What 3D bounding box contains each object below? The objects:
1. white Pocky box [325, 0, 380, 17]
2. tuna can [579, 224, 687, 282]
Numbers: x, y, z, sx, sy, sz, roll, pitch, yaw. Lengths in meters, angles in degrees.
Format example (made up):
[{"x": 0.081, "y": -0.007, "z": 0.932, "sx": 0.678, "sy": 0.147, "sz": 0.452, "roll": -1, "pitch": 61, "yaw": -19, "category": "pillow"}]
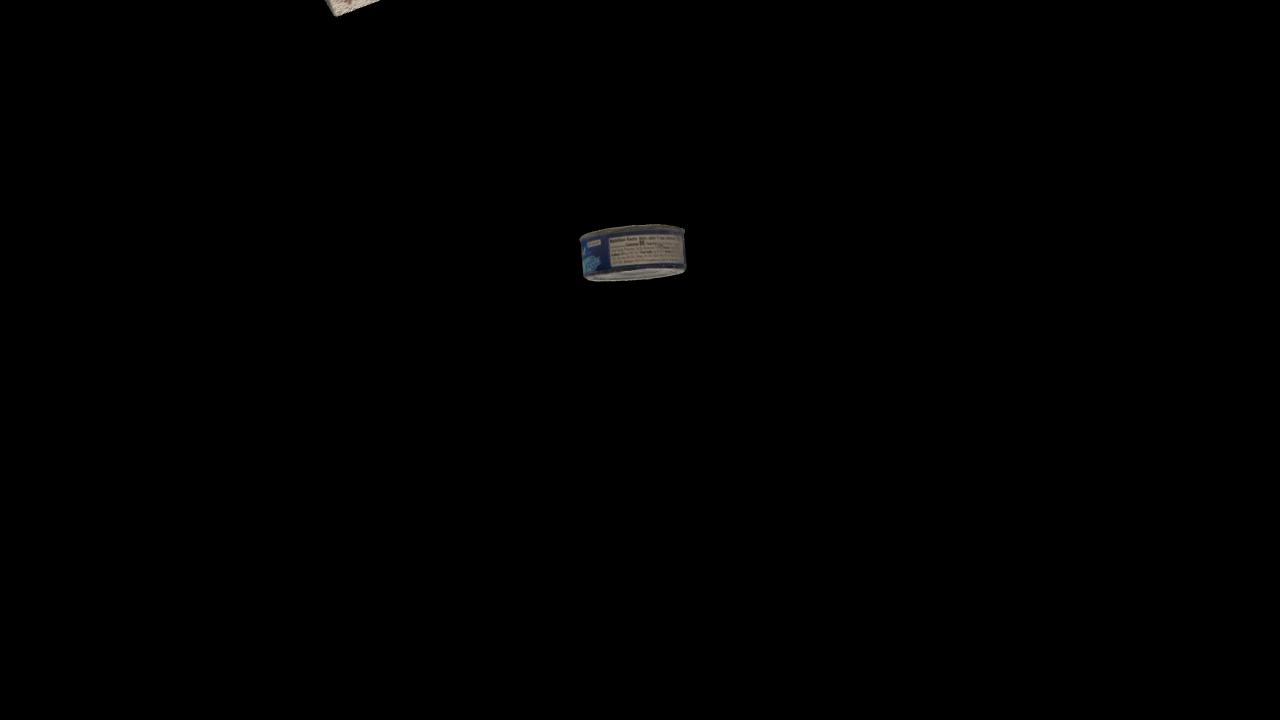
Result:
[{"x": -0.209, "y": -0.314, "z": 0.462, "sx": 0.084, "sy": 0.028, "sz": 0.154, "roll": -29, "pitch": 15, "yaw": -13, "category": "white Pocky box"}, {"x": -0.005, "y": -0.083, "z": 0.489, "sx": 0.084, "sy": 0.034, "sz": 0.084, "roll": -4, "pitch": 3, "yaw": 0, "category": "tuna can"}]
